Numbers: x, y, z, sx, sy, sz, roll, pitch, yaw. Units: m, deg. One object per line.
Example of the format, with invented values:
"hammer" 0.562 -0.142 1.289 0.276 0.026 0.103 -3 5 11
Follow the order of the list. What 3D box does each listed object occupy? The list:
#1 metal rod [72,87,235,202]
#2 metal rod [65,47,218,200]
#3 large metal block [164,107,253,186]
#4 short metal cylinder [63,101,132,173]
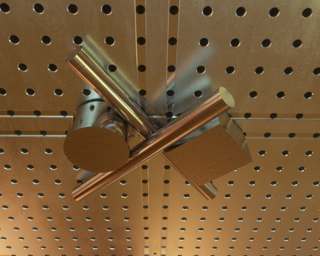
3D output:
"metal rod" -0.030 0.037 0.410 0.025 0.025 0.299 35 130 -26
"metal rod" -0.006 0.012 0.416 0.025 0.025 0.300 -29 125 22
"large metal block" 0.062 0.022 0.408 0.080 0.050 0.080 -31 124 23
"short metal cylinder" -0.078 0.013 0.400 0.081 0.050 0.079 0 130 0
